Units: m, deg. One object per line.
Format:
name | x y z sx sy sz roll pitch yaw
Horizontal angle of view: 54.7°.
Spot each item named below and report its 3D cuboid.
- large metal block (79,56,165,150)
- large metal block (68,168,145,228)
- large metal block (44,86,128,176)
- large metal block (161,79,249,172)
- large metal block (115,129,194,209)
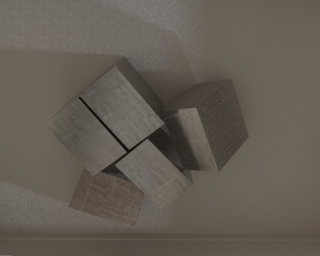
large metal block | -0.040 -0.033 0.367 0.050 0.080 0.080 -37 106 12
large metal block | -0.069 0.090 0.406 0.080 0.080 0.050 21 74 -8
large metal block | -0.082 -0.002 0.379 0.050 0.080 0.080 -36 107 12
large metal block | 0.057 -0.004 0.373 0.050 0.080 0.080 -3 117 44
large metal block | -0.006 0.041 0.395 0.050 0.080 0.080 -40 106 13
